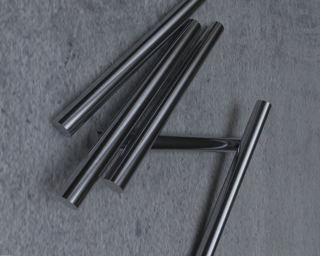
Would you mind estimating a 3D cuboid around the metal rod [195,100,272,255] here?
[{"bbox_3d":[0.108,0.094,0.475,0.025,0.025,0.299,32,77,-36],"label":"metal rod"}]

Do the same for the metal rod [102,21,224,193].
[{"bbox_3d":[0.019,-0.047,0.401,0.025,0.025,0.301,52,53,-28],"label":"metal rod"}]

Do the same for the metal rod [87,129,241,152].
[{"bbox_3d":[0.041,0.022,0.441,0.302,0.025,0.025,4,88,-40],"label":"metal rod"}]

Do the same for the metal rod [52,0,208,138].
[{"bbox_3d":[-0.018,-0.101,0.391,0.301,0.025,0.025,-51,120,-28],"label":"metal rod"}]

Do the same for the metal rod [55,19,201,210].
[{"bbox_3d":[-0.019,-0.039,0.367,0.025,0.025,0.301,52,53,-28],"label":"metal rod"}]
